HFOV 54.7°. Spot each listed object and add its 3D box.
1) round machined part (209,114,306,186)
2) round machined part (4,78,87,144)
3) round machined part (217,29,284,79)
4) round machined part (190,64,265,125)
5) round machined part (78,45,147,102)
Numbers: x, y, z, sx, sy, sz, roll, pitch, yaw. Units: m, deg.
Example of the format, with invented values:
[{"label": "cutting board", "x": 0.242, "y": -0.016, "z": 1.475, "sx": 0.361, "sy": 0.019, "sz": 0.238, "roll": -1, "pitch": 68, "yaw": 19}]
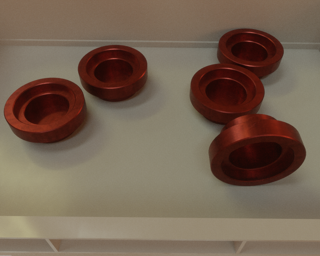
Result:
[{"label": "round machined part", "x": 0.103, "y": 0.022, "z": 0.341, "sx": 0.099, "sy": 0.097, "sz": 0.042, "roll": -1, "pitch": 50, "yaw": -1}, {"label": "round machined part", "x": -0.146, "y": -0.019, "z": 0.408, "sx": 0.099, "sy": 0.042, "sz": 0.098, "roll": 0, "pitch": 50, "yaw": 0}, {"label": "round machined part", "x": 0.139, "y": -0.112, "z": 0.490, "sx": 0.099, "sy": 0.042, "sz": 0.098, "roll": 0, "pitch": 50, "yaw": 0}, {"label": "round machined part", "x": 0.091, "y": -0.043, "z": 0.431, "sx": 0.099, "sy": 0.042, "sz": 0.098, "roll": 0, "pitch": 50, "yaw": 0}, {"label": "round machined part", "x": -0.067, "y": -0.077, "z": 0.458, "sx": 0.099, "sy": 0.042, "sz": 0.098, "roll": 0, "pitch": 50, "yaw": 0}]
